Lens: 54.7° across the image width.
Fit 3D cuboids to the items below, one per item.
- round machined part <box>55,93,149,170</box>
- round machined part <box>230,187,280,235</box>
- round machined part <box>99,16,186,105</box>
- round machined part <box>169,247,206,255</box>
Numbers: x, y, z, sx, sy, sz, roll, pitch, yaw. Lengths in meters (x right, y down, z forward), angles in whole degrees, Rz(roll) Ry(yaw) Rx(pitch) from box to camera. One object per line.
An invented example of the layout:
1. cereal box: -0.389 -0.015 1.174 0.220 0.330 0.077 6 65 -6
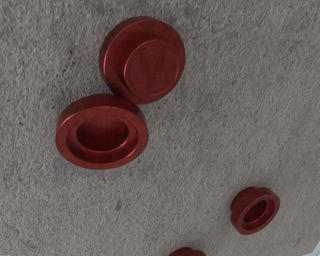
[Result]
1. round machined part: -0.064 0.000 0.348 0.099 0.042 0.097 -7 135 -7
2. round machined part: 0.173 0.150 0.583 0.099 0.042 0.097 -14 124 -21
3. round machined part: -0.014 -0.070 0.345 0.099 0.042 0.097 -14 124 -21
4. round machined part: 0.045 0.265 0.584 0.099 0.042 0.097 -14 124 -21
